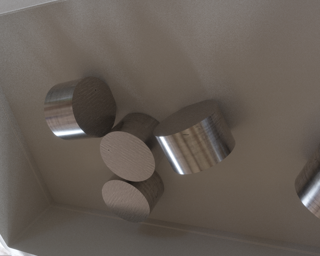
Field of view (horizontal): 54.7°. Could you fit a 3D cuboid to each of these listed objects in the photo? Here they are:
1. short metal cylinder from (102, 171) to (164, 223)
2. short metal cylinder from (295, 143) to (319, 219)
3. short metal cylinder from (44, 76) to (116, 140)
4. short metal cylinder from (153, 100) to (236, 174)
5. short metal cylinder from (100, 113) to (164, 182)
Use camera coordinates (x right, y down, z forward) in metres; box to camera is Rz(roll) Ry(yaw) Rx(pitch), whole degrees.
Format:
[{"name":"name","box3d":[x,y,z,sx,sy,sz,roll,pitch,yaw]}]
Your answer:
[{"name":"short metal cylinder","box3d":[-0.041,0.097,0.474,0.080,0.050,0.079,13,124,21]},{"name":"short metal cylinder","box3d":[0.186,0.055,0.309,0.080,0.080,0.050,24,127,13]},{"name":"short metal cylinder","box3d":[-0.104,-0.025,0.413,0.050,0.080,0.080,-6,116,31]},{"name":"short metal cylinder","box3d":[0.039,0.009,0.358,0.080,0.080,0.050,-16,110,34]},{"name":"short metal cylinder","box3d":[-0.034,0.026,0.425,0.080,0.050,0.079,12,124,18]}]
